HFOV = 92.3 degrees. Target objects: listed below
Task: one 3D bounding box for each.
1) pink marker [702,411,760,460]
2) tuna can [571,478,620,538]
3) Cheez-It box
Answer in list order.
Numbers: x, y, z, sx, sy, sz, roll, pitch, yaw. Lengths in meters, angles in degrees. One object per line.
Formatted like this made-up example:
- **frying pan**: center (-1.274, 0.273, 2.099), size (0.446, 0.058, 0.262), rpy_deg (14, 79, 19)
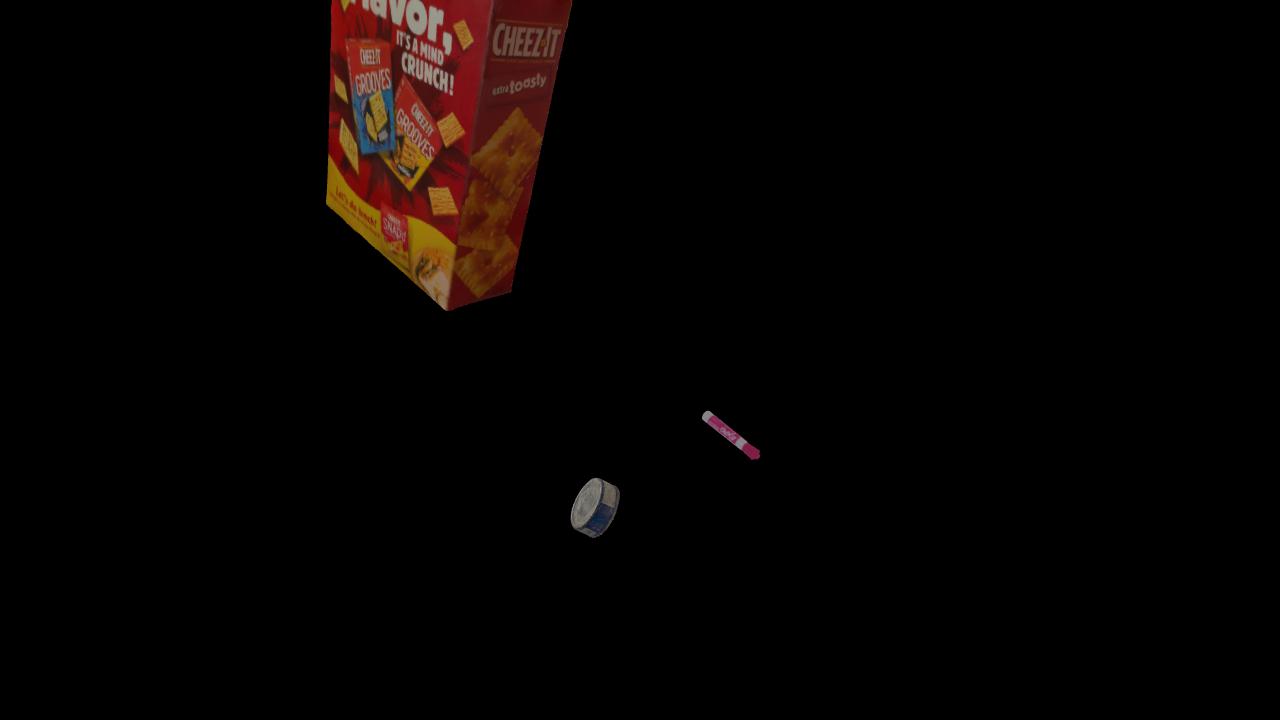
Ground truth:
- **pink marker**: center (0.145, 0.120, 0.982), size (0.020, 0.020, 0.121), rpy_deg (0, 29, -43)
- **tuna can**: center (-0.069, 0.221, 0.924), size (0.034, 0.084, 0.084), rpy_deg (32, -13, -23)
- **Cheez-It box**: center (-0.149, -0.172, 0.438), size (0.166, 0.223, 0.071), rpy_deg (39, 40, 21)
